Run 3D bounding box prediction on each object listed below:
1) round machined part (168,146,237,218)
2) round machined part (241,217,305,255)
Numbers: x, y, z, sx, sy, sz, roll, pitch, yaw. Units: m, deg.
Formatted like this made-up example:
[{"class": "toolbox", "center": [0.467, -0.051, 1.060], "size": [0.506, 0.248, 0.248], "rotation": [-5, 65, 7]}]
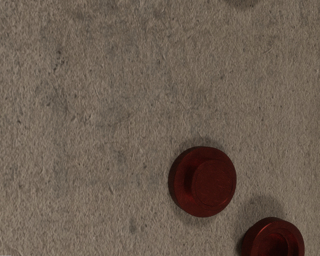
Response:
[{"class": "round machined part", "center": [0.064, 0.075, 0.425], "size": [0.099, 0.042, 0.097], "rotation": [0, 90, -21]}, {"class": "round machined part", "center": [0.162, 0.181, 0.462], "size": [0.099, 0.042, 0.097], "rotation": [0, 90, -21]}]
